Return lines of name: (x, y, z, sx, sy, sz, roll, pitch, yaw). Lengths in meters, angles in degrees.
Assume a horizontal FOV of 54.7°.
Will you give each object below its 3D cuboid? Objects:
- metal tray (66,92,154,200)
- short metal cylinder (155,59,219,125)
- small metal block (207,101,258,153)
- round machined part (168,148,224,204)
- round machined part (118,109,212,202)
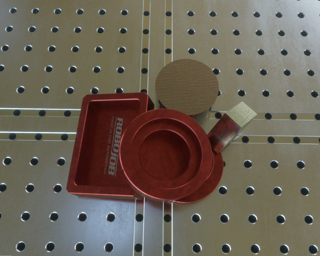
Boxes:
metal tray: (-0.059, 0.021, 0.389, 0.090, 0.030, 0.130, -1, 69, 15)
short metal cylinder: (0.034, -0.045, 0.415, 0.081, 0.050, 0.080, 0, 70, 0)
small metal block: (0.089, -0.001, 0.390, 0.025, 0.050, 0.050, 45, 41, 14)
round machined part: (0.030, 0.044, 0.386, 0.099, 0.042, 0.098, 0, 70, -1)
round machined part: (0.003, 0.031, 0.341, 0.099, 0.042, 0.098, 3, 71, -10)
